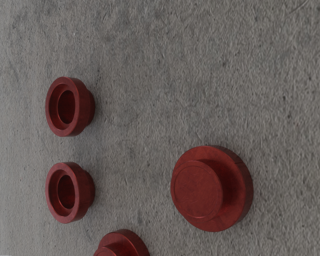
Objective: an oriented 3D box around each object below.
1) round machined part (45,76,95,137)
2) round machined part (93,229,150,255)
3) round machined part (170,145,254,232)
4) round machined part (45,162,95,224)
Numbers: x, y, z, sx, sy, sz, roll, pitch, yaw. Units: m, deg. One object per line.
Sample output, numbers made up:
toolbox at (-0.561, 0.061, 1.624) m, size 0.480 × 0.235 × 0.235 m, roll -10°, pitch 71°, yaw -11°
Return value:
round machined part at (-0.145, -0.034, 0.514) m, size 0.098 × 0.042 × 0.097 m, roll 0°, pitch 90°, yaw 40°
round machined part at (-0.061, 0.200, 0.444) m, size 0.098 × 0.042 × 0.097 m, roll 0°, pitch 90°, yaw 40°
round machined part at (0.051, 0.069, 0.352) m, size 0.098 × 0.042 × 0.097 m, roll 0°, pitch 90°, yaw 40°
round machined part at (-0.145, 0.105, 0.514) m, size 0.098 × 0.042 × 0.097 m, roll 0°, pitch 90°, yaw 40°
